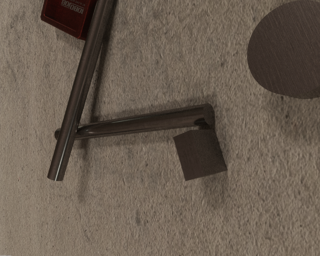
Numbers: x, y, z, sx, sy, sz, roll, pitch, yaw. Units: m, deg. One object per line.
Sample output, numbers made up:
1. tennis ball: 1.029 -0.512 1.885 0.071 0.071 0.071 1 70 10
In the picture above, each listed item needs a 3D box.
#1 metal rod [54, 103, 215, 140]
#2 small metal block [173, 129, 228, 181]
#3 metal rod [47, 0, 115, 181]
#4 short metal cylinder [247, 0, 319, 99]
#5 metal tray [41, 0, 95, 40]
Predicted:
1. metal rod: -0.059 -0.002 0.451 0.300 0.025 0.025 -7 86 39
2. small metal block: 0.046 0.029 0.349 0.025 0.050 0.050 -25 75 37
3. metal rod: -0.123 -0.062 0.480 0.025 0.025 0.298 21 96 38
4. short metal cylinder: 0.128 -0.068 0.282 0.080 0.050 0.079 0 90 39
5. metal tray: -0.147 -0.207 0.519 0.130 0.030 0.089 33 110 35
